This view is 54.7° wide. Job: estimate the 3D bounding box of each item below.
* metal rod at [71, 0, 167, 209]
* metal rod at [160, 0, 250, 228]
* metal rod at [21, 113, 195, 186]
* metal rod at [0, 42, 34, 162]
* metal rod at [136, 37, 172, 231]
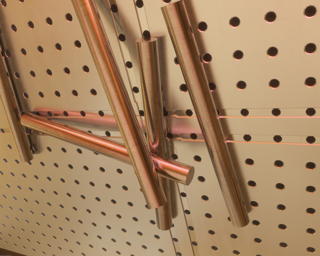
[{"bbox_3d":[-0.053,-0.044,0.370,0.025,0.025,0.298,-15,99,33],"label":"metal rod"},{"bbox_3d":[0.062,0.000,0.377,0.025,0.025,0.298,-8,115,31],"label":"metal rod"},{"bbox_3d":[-0.092,0.023,0.450,0.301,0.025,0.025,16,125,26],"label":"metal rod"},{"bbox_3d":[-0.251,-0.072,0.495,0.025,0.025,0.298,11,123,21],"label":"metal rod"},{"bbox_3d":[-0.004,0.028,0.428,0.025,0.025,0.298,9,122,23],"label":"metal rod"}]
